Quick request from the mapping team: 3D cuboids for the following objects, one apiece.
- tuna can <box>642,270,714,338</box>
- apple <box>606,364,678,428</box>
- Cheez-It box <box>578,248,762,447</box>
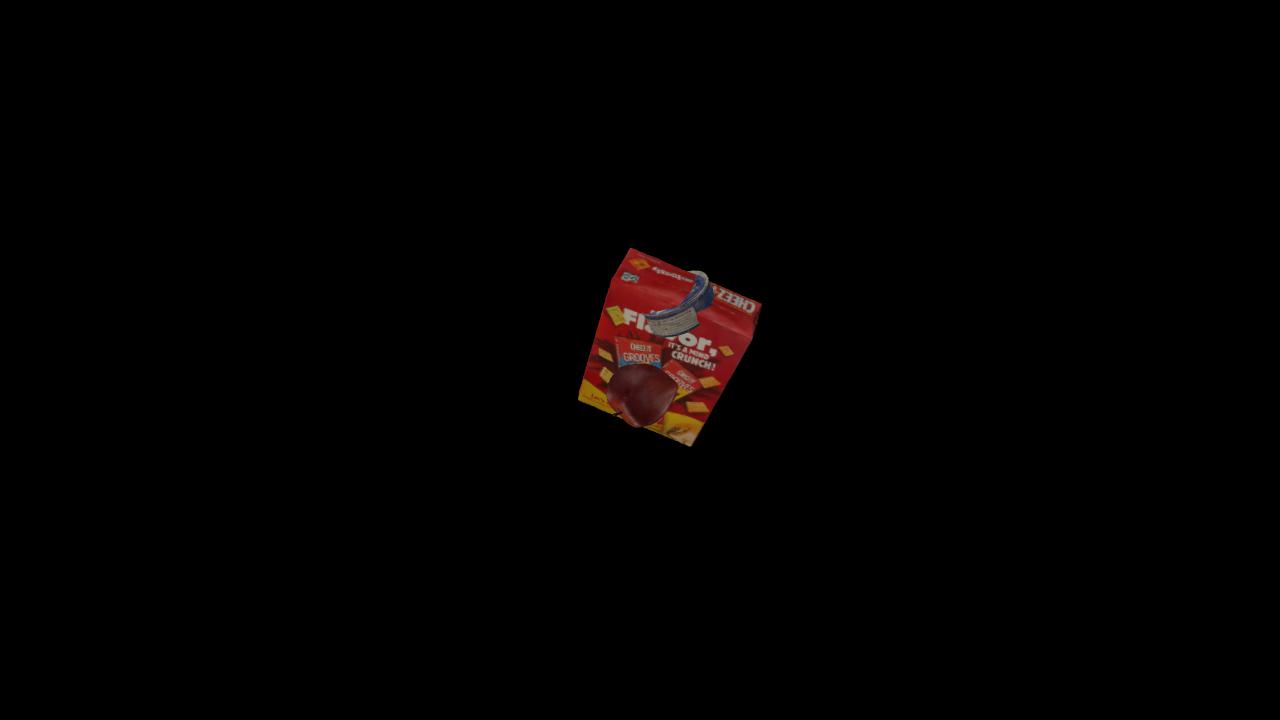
[{"bbox_3d":[0.043,-0.062,0.680,0.084,0.034,0.084,-22,30,14],"label":"tuna can"},{"bbox_3d":[0.004,0.037,0.734,0.093,0.079,0.079,-42,12,-13],"label":"apple"},{"bbox_3d":[0.027,-0.006,0.745,0.166,0.071,0.223,23,-43,3],"label":"Cheez-It box"}]
